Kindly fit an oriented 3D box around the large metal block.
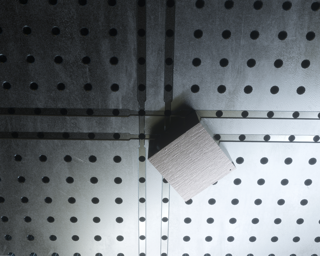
[{"bbox_3d":[0.041,0.037,0.414,0.080,0.050,0.080,-36,107,12],"label":"large metal block"}]
